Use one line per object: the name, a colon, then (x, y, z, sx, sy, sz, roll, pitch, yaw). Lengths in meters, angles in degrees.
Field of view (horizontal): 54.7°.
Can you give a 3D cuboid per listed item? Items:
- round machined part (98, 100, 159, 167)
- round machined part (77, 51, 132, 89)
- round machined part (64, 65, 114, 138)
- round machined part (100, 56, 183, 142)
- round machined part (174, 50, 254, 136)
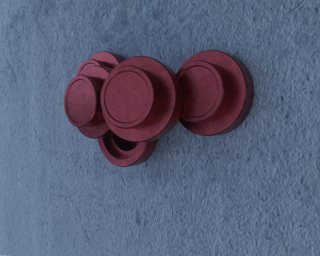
round machined part: (-0.039, 0.003, 0.425, 0.098, 0.042, 0.097, 0, 90, 39)
round machined part: (-0.090, -0.067, 0.467, 0.098, 0.042, 0.097, 0, 90, 39)
round machined part: (-0.090, -0.035, 0.412, 0.098, 0.042, 0.097, 0, 90, 39)
round machined part: (-0.027, -0.033, 0.348, 0.098, 0.042, 0.097, -1, 88, 26)
round machined part: (0.051, -0.040, 0.351, 0.098, 0.042, 0.097, 0, 90, 39)
